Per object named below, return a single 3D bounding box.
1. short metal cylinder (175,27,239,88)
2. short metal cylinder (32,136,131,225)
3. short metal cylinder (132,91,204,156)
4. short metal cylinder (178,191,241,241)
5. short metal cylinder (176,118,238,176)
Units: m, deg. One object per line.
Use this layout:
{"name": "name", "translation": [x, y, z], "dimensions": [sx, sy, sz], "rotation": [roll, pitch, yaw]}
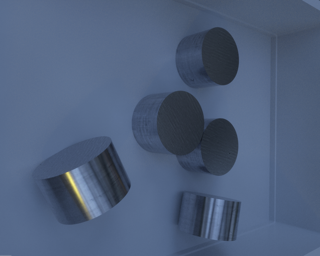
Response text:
{"name": "short metal cylinder", "translation": [0.069, -0.099, 0.448], "dimensions": [0.081, 0.050, 0.080], "rotation": [0, 90, -40]}
{"name": "short metal cylinder", "translation": [-0.076, 0.049, 0.307], "dimensions": [0.081, 0.080, 0.050], "rotation": [-34, 111, -35]}
{"name": "short metal cylinder", "translation": [0.011, -0.006, 0.399], "dimensions": [0.081, 0.050, 0.080], "rotation": [0, 90, -40]}
{"name": "short metal cylinder", "translation": [0.068, 0.119, 0.428], "dimensions": [0.081, 0.080, 0.050], "rotation": [16, 80, -39]}
{"name": "short metal cylinder", "translation": [0.068, 0.026, 0.447], "dimensions": [0.081, 0.050, 0.080], "rotation": [0, 90, -40]}
